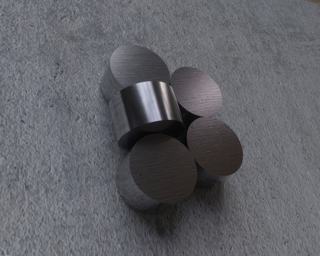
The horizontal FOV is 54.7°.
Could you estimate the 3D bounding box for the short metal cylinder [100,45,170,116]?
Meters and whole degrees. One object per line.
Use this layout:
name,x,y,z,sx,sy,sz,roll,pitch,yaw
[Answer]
short metal cylinder,-0.034,-0.062,0.409,0.081,0.050,0.080,13,57,-20

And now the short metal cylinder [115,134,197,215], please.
short metal cylinder,-0.005,0.053,0.354,0.081,0.050,0.080,13,57,-20

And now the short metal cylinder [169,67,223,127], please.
short metal cylinder,0.039,-0.038,0.433,0.081,0.050,0.080,13,57,-21

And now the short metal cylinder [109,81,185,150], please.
short metal cylinder,-0.016,-0.012,0.369,0.081,0.080,0.050,-3,64,-30

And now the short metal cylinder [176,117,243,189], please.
short metal cylinder,0.058,0.032,0.400,0.081,0.050,0.080,13,57,-20
